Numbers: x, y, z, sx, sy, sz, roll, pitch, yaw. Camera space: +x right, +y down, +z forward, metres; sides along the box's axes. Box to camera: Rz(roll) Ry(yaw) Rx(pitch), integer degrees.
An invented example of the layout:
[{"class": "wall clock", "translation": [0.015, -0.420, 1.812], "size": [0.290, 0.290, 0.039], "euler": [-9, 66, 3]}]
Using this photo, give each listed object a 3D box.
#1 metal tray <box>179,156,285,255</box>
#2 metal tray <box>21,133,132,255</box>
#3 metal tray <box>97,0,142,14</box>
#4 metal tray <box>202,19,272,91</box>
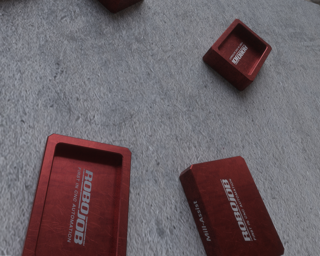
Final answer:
[{"class": "metal tray", "translation": [0.087, 0.104, 0.384], "size": [0.091, 0.030, 0.130], "euler": [-6, 65, -31]}, {"class": "metal tray", "translation": [-0.079, 0.076, 0.311], "size": [0.091, 0.030, 0.130], "euler": [13, 56, -21]}, {"class": "metal tray", "translation": [-0.091, -0.254, 0.506], "size": [0.130, 0.030, 0.090], "euler": [43, 51, 2]}, {"class": "metal tray", "translation": [0.143, -0.135, 0.559], "size": [0.090, 0.030, 0.131], "euler": [40, 51, -1]}]
